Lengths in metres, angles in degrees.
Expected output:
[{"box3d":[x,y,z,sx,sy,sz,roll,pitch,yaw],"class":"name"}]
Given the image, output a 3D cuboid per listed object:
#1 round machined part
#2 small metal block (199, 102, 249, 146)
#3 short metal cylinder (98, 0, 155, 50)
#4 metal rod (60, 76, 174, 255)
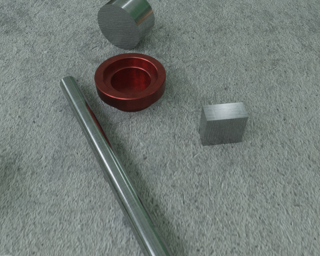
[{"box3d":[-0.041,-0.061,0.443,0.099,0.042,0.098,0,50,0],"class":"round machined part"},{"box3d":[0.078,-0.004,0.391,0.050,0.050,0.025,-5,51,-5],"class":"small metal block"},{"box3d":[-0.056,-0.179,0.518,0.080,0.080,0.050,23,54,18],"class":"short metal cylinder"},{"box3d":[-0.064,0.035,0.373,0.025,0.025,0.300,-23,54,-18],"class":"metal rod"}]
